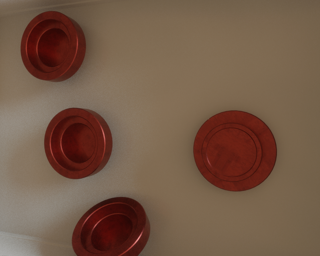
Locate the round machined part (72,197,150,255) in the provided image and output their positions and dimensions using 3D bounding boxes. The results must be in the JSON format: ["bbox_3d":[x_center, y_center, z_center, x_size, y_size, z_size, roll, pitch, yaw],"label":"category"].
[{"bbox_3d":[-0.060,0.141,0.403,0.098,0.098,0.042,-5,125,20],"label":"round machined part"}]

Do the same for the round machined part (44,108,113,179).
[{"bbox_3d":[-0.111,0.021,0.441,0.098,0.042,0.097,0,90,20],"label":"round machined part"}]

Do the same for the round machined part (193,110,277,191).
[{"bbox_3d":[0.088,0.027,0.370,0.098,0.042,0.097,0,90,20],"label":"round machined part"}]

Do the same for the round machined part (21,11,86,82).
[{"bbox_3d":[-0.150,-0.116,0.455,0.098,0.042,0.097,0,90,20],"label":"round machined part"}]
